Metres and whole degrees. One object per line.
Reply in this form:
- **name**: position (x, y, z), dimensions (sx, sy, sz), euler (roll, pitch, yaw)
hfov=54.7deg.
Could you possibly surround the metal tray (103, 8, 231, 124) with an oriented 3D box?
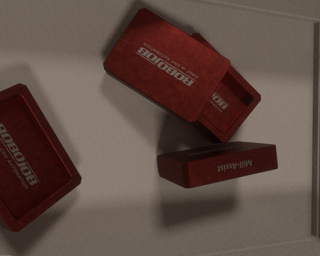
- **metal tray**: position (0.008, -0.075, 0.385), dimensions (0.130, 0.030, 0.090), euler (32, 87, 1)

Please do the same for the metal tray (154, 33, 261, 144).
- **metal tray**: position (0.063, -0.052, 0.423), dimensions (0.130, 0.030, 0.090), euler (43, 76, -8)

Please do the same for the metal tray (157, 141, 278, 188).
- **metal tray**: position (0.072, 0.044, 0.404), dimensions (0.131, 0.090, 0.030), euler (-8, 93, -20)

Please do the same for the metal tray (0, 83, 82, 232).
- **metal tray**: position (-0.154, 0.030, 0.327), dimensions (0.091, 0.030, 0.129), euler (-39, 110, -39)
